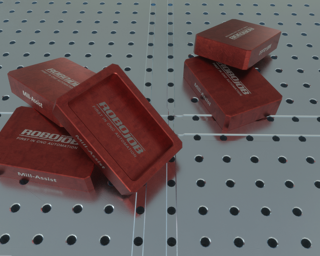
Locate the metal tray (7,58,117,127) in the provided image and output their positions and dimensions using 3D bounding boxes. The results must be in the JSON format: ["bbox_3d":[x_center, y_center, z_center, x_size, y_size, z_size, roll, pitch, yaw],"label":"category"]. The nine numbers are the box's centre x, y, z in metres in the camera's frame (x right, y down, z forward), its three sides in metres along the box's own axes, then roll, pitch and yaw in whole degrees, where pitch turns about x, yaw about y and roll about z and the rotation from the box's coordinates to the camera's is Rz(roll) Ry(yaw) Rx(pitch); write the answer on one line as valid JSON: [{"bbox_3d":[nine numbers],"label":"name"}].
[{"bbox_3d":[-0.133,-0.055,0.424,0.130,0.030,0.091,29,41,32],"label":"metal tray"}]

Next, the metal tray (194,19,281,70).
[{"bbox_3d":[0.125,-0.138,0.495,0.090,0.030,0.131,26,40,28],"label":"metal tray"}]

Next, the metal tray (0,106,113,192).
[{"bbox_3d":[-0.133,0.023,0.385,0.131,0.030,0.090,9,51,7],"label":"metal tray"}]

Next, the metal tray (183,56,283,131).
[{"bbox_3d":[0.102,-0.063,0.458,0.091,0.030,0.130,-18,52,-15],"label":"metal tray"}]

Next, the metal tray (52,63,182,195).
[{"bbox_3d":[-0.046,0.000,0.359,0.090,0.030,0.130,-41,93,-31],"label":"metal tray"}]
